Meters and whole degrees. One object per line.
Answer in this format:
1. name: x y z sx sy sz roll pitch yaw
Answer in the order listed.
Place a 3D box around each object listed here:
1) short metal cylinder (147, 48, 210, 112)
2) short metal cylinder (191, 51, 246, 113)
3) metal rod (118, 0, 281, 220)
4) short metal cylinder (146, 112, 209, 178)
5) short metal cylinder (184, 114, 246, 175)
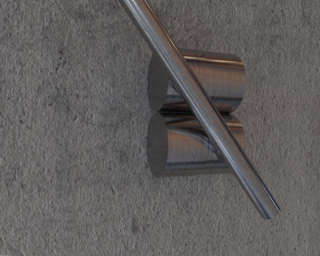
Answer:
1. short metal cylinder: 0.020 -0.060 0.389 0.050 0.080 0.079 1 90 -20
2. short metal cylinder: 0.067 -0.059 0.406 0.050 0.080 0.079 1 90 -20
3. metal rod: 0.050 -0.018 0.344 0.025 0.025 0.299 -38 103 -16
4. short metal cylinder: 0.019 0.021 0.388 0.050 0.080 0.079 1 90 -20
5. short metal cylinder: 0.067 0.021 0.406 0.050 0.080 0.079 1 90 -20
